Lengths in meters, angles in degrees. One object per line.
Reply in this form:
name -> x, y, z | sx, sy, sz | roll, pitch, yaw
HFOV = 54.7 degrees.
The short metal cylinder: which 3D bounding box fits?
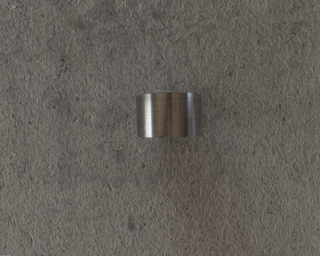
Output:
short metal cylinder -> 0.011, -0.015, 0.384 | 0.081, 0.080, 0.050 | -1, 90, -1
